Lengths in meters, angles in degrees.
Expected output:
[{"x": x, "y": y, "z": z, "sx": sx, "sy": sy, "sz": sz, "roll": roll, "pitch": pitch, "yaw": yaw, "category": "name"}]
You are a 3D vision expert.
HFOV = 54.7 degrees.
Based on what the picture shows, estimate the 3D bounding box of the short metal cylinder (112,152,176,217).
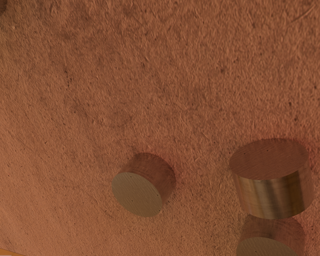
[{"x": -0.023, "y": 0.083, "z": 0.454, "sx": 0.080, "sy": 0.050, "sz": 0.079, "roll": 13, "pitch": 124, "yaw": 21, "category": "short metal cylinder"}]

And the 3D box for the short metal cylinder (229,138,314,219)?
[{"x": 0.122, "y": 0.053, "z": 0.340, "sx": 0.080, "sy": 0.080, "sz": 0.050, "roll": -5, "pitch": 116, "yaw": 31, "category": "short metal cylinder"}]

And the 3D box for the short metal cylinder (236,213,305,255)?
[{"x": 0.147, "y": 0.155, "z": 0.409, "sx": 0.080, "sy": 0.050, "sz": 0.079, "roll": 13, "pitch": 124, "yaw": 21, "category": "short metal cylinder"}]

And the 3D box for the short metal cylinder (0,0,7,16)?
[{"x": -0.255, "y": -0.183, "z": 0.412, "sx": 0.080, "sy": 0.050, "sz": 0.079, "roll": 13, "pitch": 124, "yaw": 21, "category": "short metal cylinder"}]
